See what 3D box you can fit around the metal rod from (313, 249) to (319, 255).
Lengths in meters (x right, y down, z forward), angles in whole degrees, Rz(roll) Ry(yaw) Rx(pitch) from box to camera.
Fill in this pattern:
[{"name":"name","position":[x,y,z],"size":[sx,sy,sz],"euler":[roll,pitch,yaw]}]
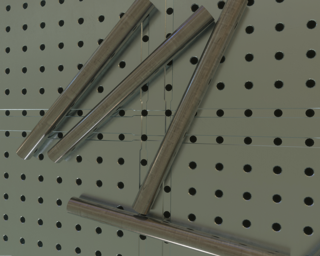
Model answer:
[{"name":"metal rod","position":[0.111,0.245,0.373],"size":[0.025,0.025,0.299],"euler":[41,102,15]}]

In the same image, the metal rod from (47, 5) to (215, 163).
[{"name":"metal rod","position":[-0.049,-0.051,0.428],"size":[0.299,0.025,0.025],"euler":[-41,78,15]}]

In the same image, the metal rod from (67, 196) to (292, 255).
[{"name":"metal rod","position":[0.011,0.137,0.408],"size":[0.301,0.025,0.025],"euler":[10,93,19]}]

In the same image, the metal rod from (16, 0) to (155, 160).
[{"name":"metal rod","position":[-0.115,-0.066,0.451],"size":[0.025,0.025,0.299],"euler":[46,104,14]}]

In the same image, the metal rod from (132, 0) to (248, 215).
[{"name":"metal rod","position":[0.035,-0.024,0.399],"size":[0.025,0.025,0.298],"euler":[27,99,17]}]
